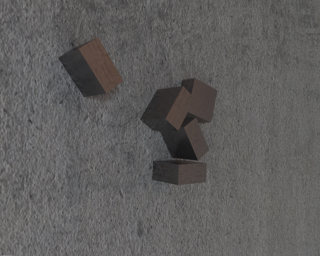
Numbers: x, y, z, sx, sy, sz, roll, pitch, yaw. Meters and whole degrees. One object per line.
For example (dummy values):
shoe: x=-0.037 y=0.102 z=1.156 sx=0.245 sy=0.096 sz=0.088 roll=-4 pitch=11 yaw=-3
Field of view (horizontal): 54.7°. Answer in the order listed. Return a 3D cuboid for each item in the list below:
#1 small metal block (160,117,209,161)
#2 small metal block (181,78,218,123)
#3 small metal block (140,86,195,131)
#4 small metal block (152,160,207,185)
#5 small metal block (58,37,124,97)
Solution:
small metal block: x=0.031 y=0.014 z=0.414 sx=0.025 sy=0.050 sz=0.050 roll=-37 pitch=113 yaw=-34
small metal block: x=0.053 y=-0.039 z=0.449 sx=0.050 sy=0.025 sz=0.050 roll=21 pitch=77 yaw=-38
small metal block: x=0.009 y=-0.024 z=0.396 sx=0.025 sy=0.050 sz=0.050 roll=42 pitch=64 yaw=-32
small metal block: x=0.026 y=0.058 z=0.410 sx=0.050 sy=0.050 sz=0.025 roll=3 pitch=88 yaw=-40
small metal block: x=-0.073 y=-0.062 z=0.326 sx=0.025 sy=0.050 sz=0.050 roll=-44 pitch=117 yaw=-31
